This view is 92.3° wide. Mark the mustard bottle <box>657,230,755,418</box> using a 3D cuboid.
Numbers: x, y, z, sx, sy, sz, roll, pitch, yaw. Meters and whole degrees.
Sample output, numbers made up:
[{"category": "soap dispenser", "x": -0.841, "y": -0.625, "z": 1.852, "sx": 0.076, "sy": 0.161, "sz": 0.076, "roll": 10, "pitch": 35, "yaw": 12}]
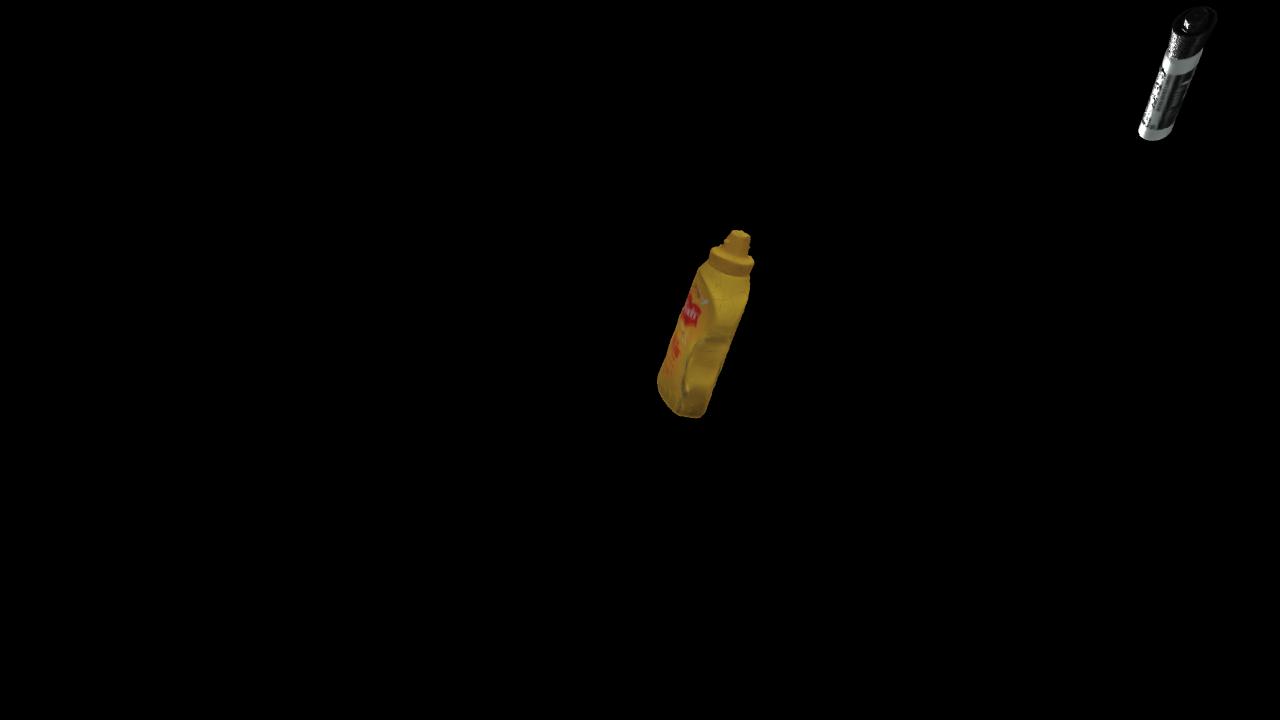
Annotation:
[{"category": "mustard bottle", "x": 0.068, "y": -0.040, "z": 0.603, "sx": 0.054, "sy": 0.184, "sz": 0.092, "roll": 14, "pitch": 29, "yaw": -9}]

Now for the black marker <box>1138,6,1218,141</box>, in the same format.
[{"category": "black marker", "x": 0.330, "y": -0.174, "z": 0.381, "sx": 0.020, "sy": 0.020, "sz": 0.121, "roll": 0, "pitch": -11, "yaw": 32}]
